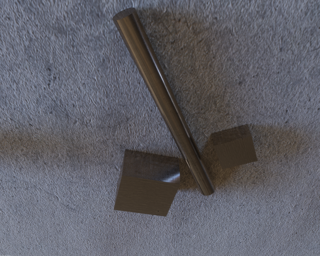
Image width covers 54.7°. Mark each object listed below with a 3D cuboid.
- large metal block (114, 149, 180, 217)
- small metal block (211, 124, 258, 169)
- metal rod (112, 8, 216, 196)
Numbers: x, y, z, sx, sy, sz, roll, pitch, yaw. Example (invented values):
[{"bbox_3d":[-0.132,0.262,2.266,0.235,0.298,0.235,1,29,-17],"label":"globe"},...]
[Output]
[{"bbox_3d":[-0.021,0.083,0.462,0.081,0.050,0.079,10,129,-9],"label":"large metal block"},{"bbox_3d":[0.104,0.027,0.431,0.050,0.025,0.050,-16,129,13],"label":"small metal block"},{"bbox_3d":[0.020,-0.009,0.399,0.025,0.025,0.299,-17,128,14],"label":"metal rod"}]
